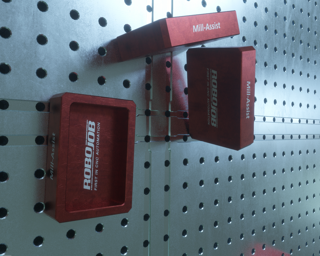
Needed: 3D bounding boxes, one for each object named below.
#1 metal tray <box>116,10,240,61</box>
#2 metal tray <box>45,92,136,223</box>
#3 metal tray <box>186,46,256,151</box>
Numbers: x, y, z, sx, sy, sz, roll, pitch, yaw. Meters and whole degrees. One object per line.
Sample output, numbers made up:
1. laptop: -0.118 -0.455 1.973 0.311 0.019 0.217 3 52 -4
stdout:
1. metal tray: 0.024 -0.115 0.385 0.131 0.090 0.030 -22 104 -38
2. metal tray: -0.074 0.031 0.342 0.091 0.030 0.129 4 88 -40
3. metal tray: 0.080 -0.043 0.418 0.030 0.090 0.129 -17 111 -39
